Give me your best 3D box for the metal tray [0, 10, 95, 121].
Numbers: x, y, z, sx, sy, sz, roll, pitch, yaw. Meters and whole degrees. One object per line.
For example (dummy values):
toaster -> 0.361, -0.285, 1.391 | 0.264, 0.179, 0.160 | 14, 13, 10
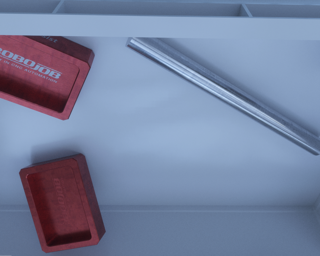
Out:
metal tray -> -0.151, -0.069, 0.344 | 0.131, 0.030, 0.089 | 21, 127, -18

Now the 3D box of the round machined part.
round machined part -> 0.137, 0.254, 0.619 | 0.099, 0.042, 0.097 | 0, 130, 0

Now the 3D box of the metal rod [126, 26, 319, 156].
metal rod -> 0.096, -0.035, 0.380 | 0.302, 0.025, 0.025 | 26, 125, -21

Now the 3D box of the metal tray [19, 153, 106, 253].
metal tray -> -0.141, 0.110, 0.453 | 0.090, 0.030, 0.129 | -13, 96, 10
